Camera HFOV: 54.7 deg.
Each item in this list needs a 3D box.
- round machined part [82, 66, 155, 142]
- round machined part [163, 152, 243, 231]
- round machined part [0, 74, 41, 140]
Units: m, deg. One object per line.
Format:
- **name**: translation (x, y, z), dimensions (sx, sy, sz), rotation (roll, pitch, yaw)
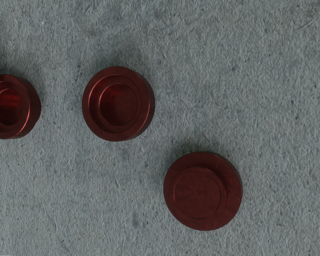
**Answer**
- **round machined part**: translation (-0.052, -0.031, 0.418), dimensions (0.098, 0.042, 0.097), rotation (0, 90, 20)
- **round machined part**: translation (0.050, 0.078, 0.382), dimensions (0.098, 0.042, 0.097), rotation (0, 90, 20)
- **round machined part**: translation (-0.226, -0.032, 0.480), dimensions (0.098, 0.042, 0.097), rotation (0, 90, 20)
